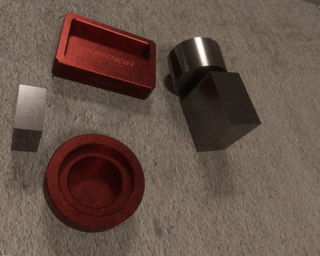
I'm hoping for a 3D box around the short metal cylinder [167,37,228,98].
[{"bbox_3d":[0.055,-0.085,0.452,0.081,0.080,0.050,4,60,-27],"label":"short metal cylinder"}]

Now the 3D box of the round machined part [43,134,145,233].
[{"bbox_3d":[-0.069,0.059,0.321,0.099,0.042,0.098,14,56,-21],"label":"round machined part"}]

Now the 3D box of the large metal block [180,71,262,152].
[{"bbox_3d":[0.079,-0.021,0.426,0.050,0.080,0.080,-3,63,-30],"label":"large metal block"}]

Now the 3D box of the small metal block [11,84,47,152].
[{"bbox_3d":[-0.136,-0.009,0.320,0.025,0.050,0.050,8,58,-25],"label":"small metal block"}]

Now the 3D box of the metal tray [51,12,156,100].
[{"bbox_3d":[-0.071,-0.097,0.422,0.131,0.030,0.090,13,56,-21],"label":"metal tray"}]
